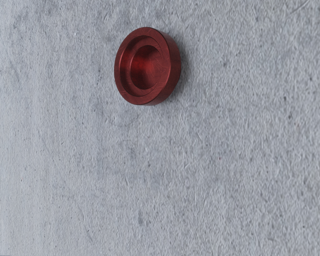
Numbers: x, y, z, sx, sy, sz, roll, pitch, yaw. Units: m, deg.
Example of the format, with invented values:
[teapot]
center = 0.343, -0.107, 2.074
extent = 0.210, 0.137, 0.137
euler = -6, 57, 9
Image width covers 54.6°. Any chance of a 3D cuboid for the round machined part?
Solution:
[round machined part]
center = -0.012, -0.078, 0.405
extent = 0.098, 0.042, 0.097
euler = 0, 90, 40
